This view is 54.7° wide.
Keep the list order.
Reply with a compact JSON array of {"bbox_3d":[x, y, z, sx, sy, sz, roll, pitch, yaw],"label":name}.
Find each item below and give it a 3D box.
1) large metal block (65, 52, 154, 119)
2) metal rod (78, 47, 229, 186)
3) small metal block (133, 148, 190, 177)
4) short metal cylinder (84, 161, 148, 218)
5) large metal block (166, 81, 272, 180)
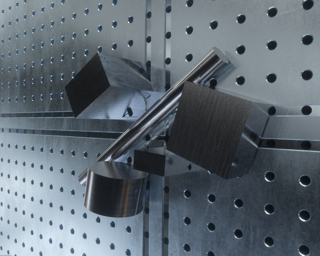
[{"bbox_3d":[-0.070,-0.054,0.430,0.080,0.081,0.050,-35,69,34],"label":"large metal block"},{"bbox_3d":[-0.027,0.001,0.428,0.299,0.025,0.025,-41,65,32],"label":"metal rod"},{"bbox_3d":[0.003,0.041,0.389,0.050,0.050,0.025,7,95,39],"label":"small metal block"},{"bbox_3d":[-0.059,0.080,0.419,0.080,0.081,0.050,15,100,38],"label":"short metal cylinder"},{"bbox_3d":[0.062,0.000,0.337,0.080,0.050,0.079,25,105,37],"label":"large metal block"}]
